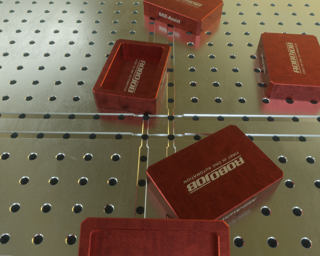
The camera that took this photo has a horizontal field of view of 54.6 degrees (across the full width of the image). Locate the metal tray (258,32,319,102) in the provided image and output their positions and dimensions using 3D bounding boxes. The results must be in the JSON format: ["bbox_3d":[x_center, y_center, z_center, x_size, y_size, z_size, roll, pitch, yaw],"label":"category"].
[{"bbox_3d":[0.209,-0.100,0.489,0.090,0.030,0.130,4,50,4],"label":"metal tray"}]

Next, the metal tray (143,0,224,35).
[{"bbox_3d":[0.044,-0.234,0.601,0.130,0.030,0.090,29,56,22],"label":"metal tray"}]

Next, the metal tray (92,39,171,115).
[{"bbox_3d":[-0.038,-0.083,0.473,0.090,0.030,0.130,8,50,7],"label":"metal tray"}]

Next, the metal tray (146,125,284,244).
[{"bbox_3d":[0.061,0.058,0.356,0.131,0.030,0.090,-25,55,-20],"label":"metal tray"}]

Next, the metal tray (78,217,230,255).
[{"bbox_3d":[-0.005,0.127,0.275,0.131,0.030,0.090,1,74,1],"label":"metal tray"}]
